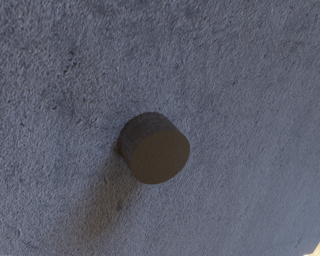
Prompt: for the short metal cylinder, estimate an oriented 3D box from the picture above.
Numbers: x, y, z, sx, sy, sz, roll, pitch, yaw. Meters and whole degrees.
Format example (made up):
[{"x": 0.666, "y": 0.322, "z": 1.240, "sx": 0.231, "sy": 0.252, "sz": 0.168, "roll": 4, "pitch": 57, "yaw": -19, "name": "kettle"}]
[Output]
[{"x": -0.008, "y": 0.026, "z": 0.401, "sx": 0.081, "sy": 0.050, "sz": 0.080, "roll": -14, "pitch": 124, "yaw": -21, "name": "short metal cylinder"}]
